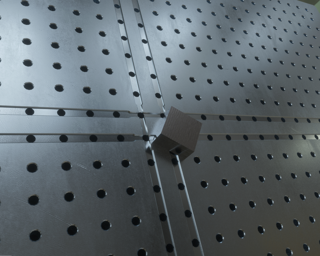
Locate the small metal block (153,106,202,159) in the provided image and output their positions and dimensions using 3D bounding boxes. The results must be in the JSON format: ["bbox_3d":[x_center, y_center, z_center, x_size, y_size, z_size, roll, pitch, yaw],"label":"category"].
[{"bbox_3d":[0.025,0.006,0.419,0.050,0.025,0.050,29,52,-10],"label":"small metal block"}]
